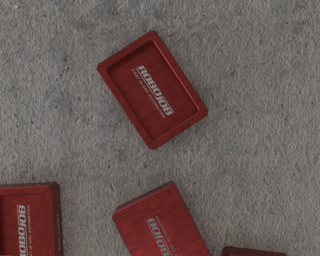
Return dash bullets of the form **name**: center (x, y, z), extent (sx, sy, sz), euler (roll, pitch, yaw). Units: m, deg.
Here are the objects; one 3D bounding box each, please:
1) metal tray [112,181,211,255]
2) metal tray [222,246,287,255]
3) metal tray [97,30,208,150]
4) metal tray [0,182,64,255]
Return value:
- **metal tray**: center (0.006, 0.148, 0.408), extent (0.090, 0.030, 0.130), euler (-26, 90, 0)
- **metal tray**: center (0.122, 0.230, 0.408), extent (0.091, 0.030, 0.129), euler (7, 90, 0)
- **metal tray**: center (-0.009, -0.048, 0.407), extent (0.090, 0.030, 0.130), euler (-33, 90, 0)
- **metal tray**: center (-0.178, 0.140, 0.405), extent (0.091, 0.030, 0.129), euler (-3, 90, 0)
